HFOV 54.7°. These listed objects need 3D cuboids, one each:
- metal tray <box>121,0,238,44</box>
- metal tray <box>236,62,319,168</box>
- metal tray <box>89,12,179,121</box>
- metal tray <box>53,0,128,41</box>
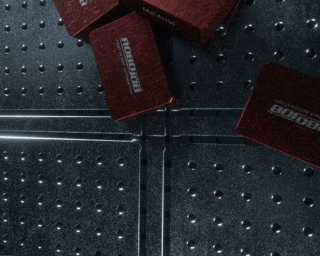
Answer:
[{"bbox_3d":[0.024,-0.171,0.384,0.130,0.030,0.090,32,78,16],"label":"metal tray"},{"bbox_3d":[0.165,-0.011,0.352,0.130,0.030,0.089,24,98,18],"label":"metal tray"},{"bbox_3d":[-0.036,-0.083,0.422,0.090,0.030,0.129,-18,84,18],"label":"metal tray"},{"bbox_3d":[-0.112,-0.205,0.448,0.090,0.030,0.130,-29,81,17],"label":"metal tray"}]
